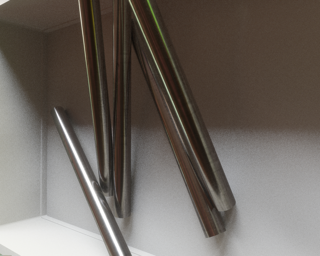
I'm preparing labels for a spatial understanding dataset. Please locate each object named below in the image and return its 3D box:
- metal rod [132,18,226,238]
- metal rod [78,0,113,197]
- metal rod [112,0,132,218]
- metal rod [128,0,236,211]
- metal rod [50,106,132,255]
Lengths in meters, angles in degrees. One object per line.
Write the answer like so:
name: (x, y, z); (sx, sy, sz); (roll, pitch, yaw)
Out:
metal rod: (0.013, -0.013, 0.396); (0.025, 0.025, 0.299); (-33, 70, 35)
metal rod: (-0.081, -0.039, 0.413); (0.025, 0.025, 0.298); (19, 121, 38)
metal rod: (-0.053, -0.021, 0.431); (0.025, 0.025, 0.298); (8, 101, 40)
metal rod: (0.015, -0.048, 0.317); (0.025, 0.025, 0.299); (-13, 106, 39)
metal rod: (-0.115, 0.069, 0.474); (0.025, 0.025, 0.300); (-55, 50, 25)
